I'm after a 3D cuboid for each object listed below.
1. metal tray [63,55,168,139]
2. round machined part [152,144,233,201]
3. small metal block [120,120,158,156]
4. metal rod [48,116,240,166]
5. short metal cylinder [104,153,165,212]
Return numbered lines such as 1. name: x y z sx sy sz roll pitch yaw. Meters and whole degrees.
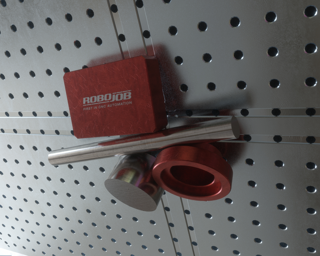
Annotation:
1. metal tray: -0.060 -0.036 0.397 0.130 0.030 0.089 -5 97 29
2. round machined part: 0.043 0.051 0.393 0.098 0.042 0.097 11 143 9
3. small metal block: -0.029 0.014 0.445 0.050 0.025 0.050 17 125 18
4. metal rod: -0.043 0.023 0.413 0.300 0.025 0.025 -11 113 32
5. short metal cylinder: -0.031 0.076 0.441 0.080 0.050 0.080 19 145 14
